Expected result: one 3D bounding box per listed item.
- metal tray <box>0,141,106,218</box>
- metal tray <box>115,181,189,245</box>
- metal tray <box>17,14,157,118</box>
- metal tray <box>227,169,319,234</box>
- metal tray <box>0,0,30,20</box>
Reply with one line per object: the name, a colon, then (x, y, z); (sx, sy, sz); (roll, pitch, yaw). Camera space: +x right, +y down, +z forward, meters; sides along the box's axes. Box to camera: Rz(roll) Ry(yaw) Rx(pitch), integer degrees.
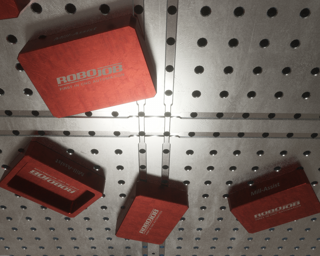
metal tray: (-0.163, 0.084, 0.477); (0.130, 0.030, 0.090); (35, 122, -26)
metal tray: (-0.017, 0.151, 0.537); (0.091, 0.030, 0.129); (16, 128, -14)
metal tray: (-0.077, -0.066, 0.351); (0.131, 0.030, 0.090); (-12, 130, 9)
metal tray: (0.192, 0.126, 0.519); (0.130, 0.030, 0.090); (-26, 126, 20)
metal tray: (-0.185, -0.160, 0.269); (0.091, 0.030, 0.129); (-6, 130, 4)
